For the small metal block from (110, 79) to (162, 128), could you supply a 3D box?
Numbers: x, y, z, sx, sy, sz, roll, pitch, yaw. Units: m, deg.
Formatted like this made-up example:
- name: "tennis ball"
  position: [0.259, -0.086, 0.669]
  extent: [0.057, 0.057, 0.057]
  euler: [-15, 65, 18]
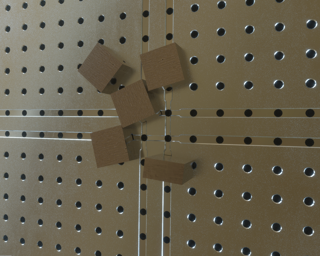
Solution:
- name: "small metal block"
  position: [-0.033, -0.032, 0.423]
  extent: [0.050, 0.025, 0.050]
  euler: [-23, 83, 18]

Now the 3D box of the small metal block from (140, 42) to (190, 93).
- name: "small metal block"
  position: [0.006, -0.079, 0.410]
  extent: [0.050, 0.025, 0.050]
  euler: [-15, 85, 19]

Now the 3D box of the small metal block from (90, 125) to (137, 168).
- name: "small metal block"
  position: [-0.065, 0.026, 0.434]
  extent: [0.050, 0.025, 0.050]
  euler: [-14, 85, 19]

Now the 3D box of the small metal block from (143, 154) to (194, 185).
- name: "small metal block"
  position: [0.012, 0.051, 0.394]
  extent: [0.050, 0.050, 0.025]
  euler: [7, 93, 19]

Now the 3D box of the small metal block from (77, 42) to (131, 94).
- name: "small metal block"
  position: [-0.080, -0.084, 0.439]
  extent: [0.050, 0.025, 0.050]
  euler: [43, 103, 14]
